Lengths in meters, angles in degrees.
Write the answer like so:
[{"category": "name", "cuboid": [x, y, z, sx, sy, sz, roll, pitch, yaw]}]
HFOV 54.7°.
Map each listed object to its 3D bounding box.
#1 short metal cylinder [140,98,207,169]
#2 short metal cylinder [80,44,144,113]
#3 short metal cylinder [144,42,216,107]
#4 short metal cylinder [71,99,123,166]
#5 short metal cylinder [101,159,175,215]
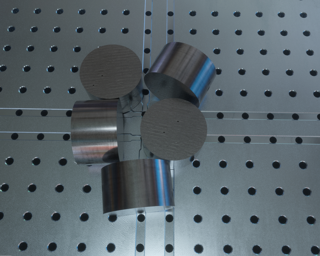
[{"category": "short metal cylinder", "cuboid": [0.016, 0.008, 0.395, 0.081, 0.050, 0.080, 0, 70, -1]}, {"category": "short metal cylinder", "cuboid": [-0.063, -0.065, 0.421, 0.080, 0.050, 0.080, 0, 70, 1]}, {"category": "short metal cylinder", "cuboid": [0.026, -0.066, 0.407, 0.080, 0.080, 0.050, 27, 72, 9]}, {"category": "short metal cylinder", "cuboid": [-0.074, 0.005, 0.381, 0.050, 0.080, 0.080, -2, 70, -1]}, {"category": "short metal cylinder", "cuboid": [-0.026, 0.070, 0.356, 0.081, 0.080, 0.050, -6, 71, -2]}]
